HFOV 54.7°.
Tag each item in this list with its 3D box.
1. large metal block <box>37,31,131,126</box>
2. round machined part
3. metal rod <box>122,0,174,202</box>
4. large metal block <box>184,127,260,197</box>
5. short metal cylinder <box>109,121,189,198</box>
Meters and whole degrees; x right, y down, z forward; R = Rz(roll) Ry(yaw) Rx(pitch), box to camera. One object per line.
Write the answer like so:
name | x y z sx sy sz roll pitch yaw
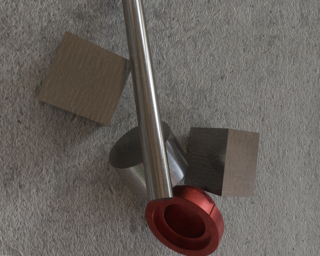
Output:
large metal block | -0.088 -0.054 0.364 0.080 0.050 0.080 22 83 -19
round machined part | 0.034 0.112 0.394 0.098 0.098 0.042 58 38 -12
metal rod | -0.021 -0.071 0.346 0.025 0.025 0.299 -1 69 -20
large metal block | 0.079 0.042 0.407 0.050 0.080 0.080 8 87 -28
short metal cylinder | -0.013 0.036 0.370 0.080 0.080 0.050 -40 120 -16
